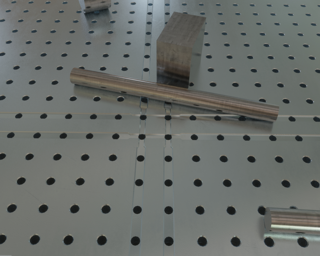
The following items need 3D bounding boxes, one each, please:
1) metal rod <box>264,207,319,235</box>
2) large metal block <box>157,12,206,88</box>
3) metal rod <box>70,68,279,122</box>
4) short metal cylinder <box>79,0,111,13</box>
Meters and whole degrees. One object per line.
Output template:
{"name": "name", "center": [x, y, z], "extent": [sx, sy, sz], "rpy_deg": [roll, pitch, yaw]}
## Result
{"name": "metal rod", "center": [0.265, 0.105, 0.322], "extent": [0.302, 0.025, 0.025], "rpy_deg": [3, 50, 2]}
{"name": "large metal block", "center": [0.032, -0.116, 0.470], "extent": [0.050, 0.080, 0.080], "rpy_deg": [15, 52, 12]}
{"name": "metal rod", "center": [0.014, -0.050, 0.449], "extent": [0.301, 0.025, 0.025], "rpy_deg": [12, 51, 9]}
{"name": "short metal cylinder", "center": [-0.131, -0.267, 0.595], "extent": [0.050, 0.080, 0.080], "rpy_deg": [-18, 53, -15]}
